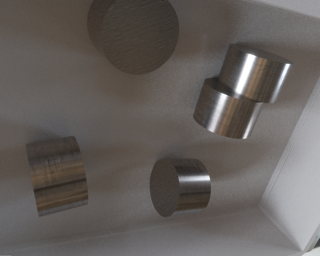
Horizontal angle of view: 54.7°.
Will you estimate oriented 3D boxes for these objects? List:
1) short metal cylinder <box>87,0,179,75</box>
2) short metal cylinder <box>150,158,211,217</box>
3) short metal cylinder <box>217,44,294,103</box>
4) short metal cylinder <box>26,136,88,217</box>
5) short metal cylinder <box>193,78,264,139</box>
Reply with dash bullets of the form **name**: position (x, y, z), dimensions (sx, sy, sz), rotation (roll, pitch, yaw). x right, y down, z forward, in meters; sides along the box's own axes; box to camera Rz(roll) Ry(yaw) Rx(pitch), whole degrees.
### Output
- **short metal cylinder**: position (-0.028, -0.101, 0.315), dimensions (0.081, 0.050, 0.079), rotation (-14, 124, -21)
- **short metal cylinder**: position (0.027, 0.083, 0.439), dimensions (0.050, 0.080, 0.079), rotation (4, 117, -30)
- **short metal cylinder**: position (0.119, -0.071, 0.394), dimensions (0.081, 0.080, 0.050), rotation (1, 118, -29)
- **short metal cylinder**: position (-0.114, 0.052, 0.343), dimensions (0.050, 0.080, 0.079), rotation (-10, 123, -23)
- **short metal cylinder**: position (0.089, -0.027, 0.405), dimensions (0.081, 0.080, 0.050), rotation (1, 118, -29)
